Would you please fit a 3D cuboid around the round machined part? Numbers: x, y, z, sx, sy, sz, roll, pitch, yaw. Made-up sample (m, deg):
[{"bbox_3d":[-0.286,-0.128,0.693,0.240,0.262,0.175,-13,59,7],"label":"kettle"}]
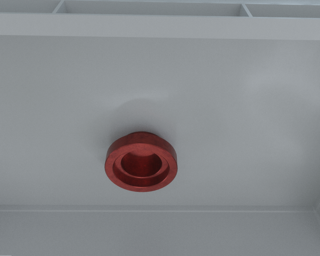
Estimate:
[{"bbox_3d":[-0.025,0.043,0.434,0.099,0.042,0.097,-1,130,0],"label":"round machined part"}]
